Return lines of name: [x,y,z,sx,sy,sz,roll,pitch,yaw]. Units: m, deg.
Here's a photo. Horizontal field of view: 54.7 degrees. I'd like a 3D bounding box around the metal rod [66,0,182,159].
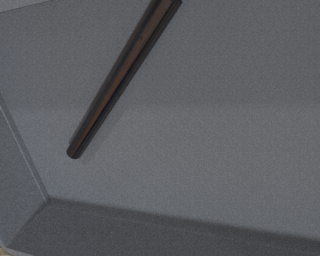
metal rod: [-0.064,-0.047,0.411,0.025,0.025,0.298,41,129,0]
